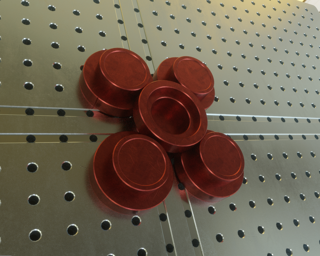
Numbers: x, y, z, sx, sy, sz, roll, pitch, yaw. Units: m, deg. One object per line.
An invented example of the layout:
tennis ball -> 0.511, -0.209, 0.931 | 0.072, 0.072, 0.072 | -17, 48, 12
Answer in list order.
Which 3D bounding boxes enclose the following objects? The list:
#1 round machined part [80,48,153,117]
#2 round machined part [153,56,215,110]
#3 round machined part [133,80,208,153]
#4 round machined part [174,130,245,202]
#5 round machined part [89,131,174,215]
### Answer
round machined part -> -0.052, -0.067, 0.410 | 0.099, 0.042, 0.098 | 14, 56, -21
round machined part -> 0.041, -0.068, 0.462 | 0.099, 0.042, 0.098 | 14, 56, -21
round machined part -> 0.010, -0.011, 0.409 | 0.099, 0.042, 0.098 | 14, 56, -21
round machined part -> 0.072, 0.044, 0.410 | 0.099, 0.042, 0.098 | 14, 56, -21
round machined part -> -0.028, 0.046, 0.356 | 0.099, 0.042, 0.098 | 14, 56, -21
